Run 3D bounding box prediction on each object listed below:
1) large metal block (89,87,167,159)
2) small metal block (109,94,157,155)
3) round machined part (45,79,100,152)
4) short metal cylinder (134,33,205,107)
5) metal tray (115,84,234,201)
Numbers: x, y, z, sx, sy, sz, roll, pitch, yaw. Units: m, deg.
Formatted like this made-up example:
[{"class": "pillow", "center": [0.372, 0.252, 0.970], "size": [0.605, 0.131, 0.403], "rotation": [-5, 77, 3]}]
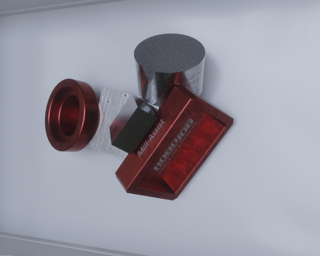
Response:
[{"class": "large metal block", "center": [-0.037, -0.003, 0.408], "size": [0.080, 0.050, 0.079], "rotation": [16, 95, 19]}, {"class": "small metal block", "center": [-0.032, -0.006, 0.351], "size": [0.025, 0.050, 0.050], "rotation": [31, 103, -22]}, {"class": "round machined part", "center": [-0.114, -0.016, 0.426], "size": [0.098, 0.042, 0.097], "rotation": [-6, 81, 42]}, {"class": "short metal cylinder", "center": [0.012, -0.069, 0.368], "size": [0.080, 0.080, 0.050], "rotation": [17, 140, 19]}, {"class": "metal tray", "center": [0.019, 0.023, 0.366], "size": [0.129, 0.090, 0.030], "rotation": [-55, 47, 11]}]
